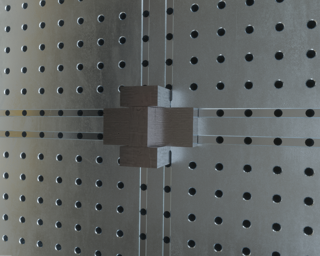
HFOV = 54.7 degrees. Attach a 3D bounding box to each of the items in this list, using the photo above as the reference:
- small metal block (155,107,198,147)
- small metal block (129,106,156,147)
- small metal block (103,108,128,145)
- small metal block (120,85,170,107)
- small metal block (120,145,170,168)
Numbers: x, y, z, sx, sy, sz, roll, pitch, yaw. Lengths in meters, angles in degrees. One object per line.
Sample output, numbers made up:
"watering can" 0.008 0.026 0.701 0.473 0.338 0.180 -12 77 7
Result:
"small metal block" 0.022 -0.001 0.404 0.050 0.025 0.050 1 90 19
"small metal block" -0.018 -0.002 0.404 0.025 0.050 0.050 1 90 20
"small metal block" -0.050 -0.002 0.429 0.050 0.025 0.050 1 90 19
"small metal block" -0.018 -0.039 0.404 0.050 0.050 0.025 1 91 19
"small metal block" -0.019 0.036 0.405 0.050 0.050 0.025 1 91 19
